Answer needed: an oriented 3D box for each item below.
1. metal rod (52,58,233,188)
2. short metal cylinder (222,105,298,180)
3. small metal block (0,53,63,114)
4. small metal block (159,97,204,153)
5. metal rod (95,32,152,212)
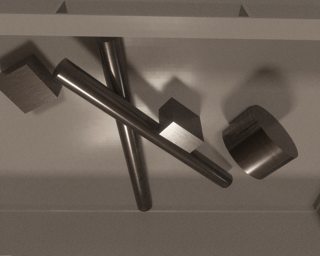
[{"bbox_3d":[0.001,0.011,0.395,0.025,0.025,0.301,-35,129,26],"label":"metal rod"},{"bbox_3d":[0.125,0.017,0.390,0.080,0.080,0.050,32,123,-24],"label":"short metal cylinder"},{"bbox_3d":[-0.154,-0.051,0.363,0.050,0.025,0.050,-23,127,18],"label":"small metal block"},{"bbox_3d":[0.026,-0.004,0.390,0.050,0.050,0.025,33,123,-25],"label":"small metal block"},{"bbox_3d":[-0.041,0.017,0.422,0.025,0.025,0.298,-5,130,3],"label":"metal rod"}]
